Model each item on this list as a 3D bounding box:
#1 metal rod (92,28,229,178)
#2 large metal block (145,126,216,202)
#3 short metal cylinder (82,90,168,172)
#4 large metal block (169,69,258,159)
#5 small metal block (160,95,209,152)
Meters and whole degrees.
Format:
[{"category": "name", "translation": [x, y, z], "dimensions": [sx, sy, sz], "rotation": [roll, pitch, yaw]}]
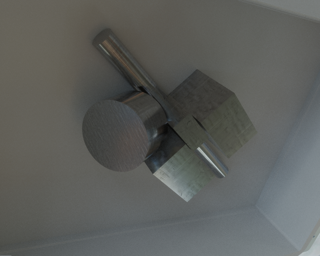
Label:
[{"category": "metal rod", "translation": [0.021, -0.011, 0.414], "dimensions": [0.025, 0.025, 0.300], "rotation": [-43, 130, 1]}, {"category": "large metal block", "translation": [0.015, 0.038, 0.406], "dimensions": [0.050, 0.080, 0.080], "rotation": [-43, 130, 1]}, {"category": "short metal cylinder", "translation": [-0.038, 0.002, 0.345], "dimensions": [0.050, 0.080, 0.079], "rotation": [-36, 145, -60]}, {"category": "large metal block", "translation": [0.068, -0.019, 0.400], "dimensions": [0.050, 0.080, 0.080], "rotation": [-42, 130, 1]}, {"category": "small metal block", "translation": [0.026, -0.006, 0.373], "dimensions": [0.025, 0.050, 0.050], "rotation": [-42, 130, 0]}]
